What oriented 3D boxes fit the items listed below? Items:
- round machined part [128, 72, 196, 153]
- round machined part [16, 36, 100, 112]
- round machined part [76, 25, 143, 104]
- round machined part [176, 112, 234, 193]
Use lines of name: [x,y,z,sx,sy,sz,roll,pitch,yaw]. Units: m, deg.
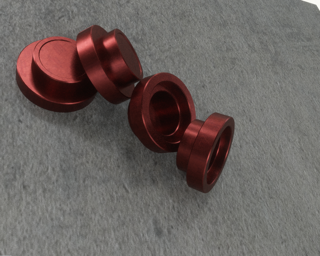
round machined part: [-0.001,-0.017,0.388,0.099,0.042,0.097,10,76,-46]
round machined part: [-0.118,-0.071,0.373,0.099,0.042,0.098,14,56,-21]
round machined part: [-0.055,-0.082,0.380,0.098,0.042,0.098,58,17,-29]
round machined part: [0.054,0.027,0.382,0.042,0.097,0.098,19,46,24]
